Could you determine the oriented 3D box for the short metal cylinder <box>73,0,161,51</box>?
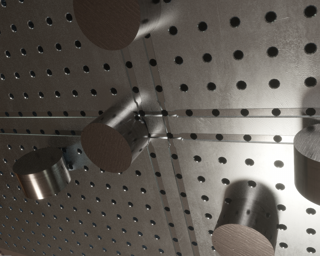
[{"bbox_3d":[-0.046,-0.131,0.337,0.080,0.050,0.079,13,124,20],"label":"short metal cylinder"}]

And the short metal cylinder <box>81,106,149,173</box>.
[{"bbox_3d":[-0.063,0.016,0.437,0.080,0.050,0.079,13,124,20],"label":"short metal cylinder"}]

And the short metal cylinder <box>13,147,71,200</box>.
[{"bbox_3d":[-0.198,0.075,0.523,0.080,0.080,0.050,5,121,25],"label":"short metal cylinder"}]

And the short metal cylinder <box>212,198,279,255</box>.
[{"bbox_3d":[0.117,0.143,0.421,0.080,0.050,0.079,13,124,20],"label":"short metal cylinder"}]

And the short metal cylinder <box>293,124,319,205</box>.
[{"bbox_3d":[0.175,0.035,0.305,0.080,0.080,0.050,1,119,27],"label":"short metal cylinder"}]
